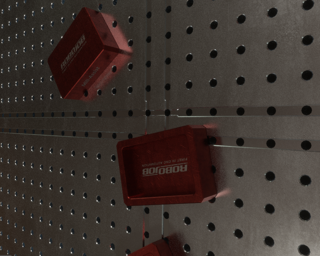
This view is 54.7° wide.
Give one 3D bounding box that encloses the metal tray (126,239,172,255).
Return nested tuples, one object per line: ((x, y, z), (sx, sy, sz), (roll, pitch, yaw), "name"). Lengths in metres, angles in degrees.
((-0.033, 0.217, 0.409), (0.130, 0.030, 0.090), (-33, 69, 18), "metal tray")

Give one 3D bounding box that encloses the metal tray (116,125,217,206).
((0.003, 0.051, 0.401), (0.130, 0.030, 0.090), (-14, 81, 38), "metal tray")

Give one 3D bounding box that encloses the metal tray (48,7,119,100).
((-0.131, -0.119, 0.511), (0.129, 0.030, 0.090), (-41, 66, 32), "metal tray")
